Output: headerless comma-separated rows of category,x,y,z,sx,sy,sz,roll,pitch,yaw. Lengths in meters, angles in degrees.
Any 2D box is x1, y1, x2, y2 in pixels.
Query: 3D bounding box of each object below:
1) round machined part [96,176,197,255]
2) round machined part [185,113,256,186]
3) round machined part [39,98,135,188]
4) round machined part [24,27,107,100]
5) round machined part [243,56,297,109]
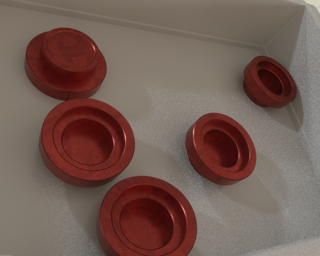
round machined part,-0.016,0.101,0.316,0.099,0.042,0.098,13,44,-12
round machined part,0.077,0.032,0.419,0.099,0.042,0.098,14,56,-21
round machined part,-0.081,0.019,0.340,0.099,0.042,0.098,14,56,-21
round machined part,-0.114,-0.085,0.386,0.099,0.042,0.098,14,56,-21
round machined part,0.187,-0.075,0.544,0.099,0.042,0.098,14,56,-21
